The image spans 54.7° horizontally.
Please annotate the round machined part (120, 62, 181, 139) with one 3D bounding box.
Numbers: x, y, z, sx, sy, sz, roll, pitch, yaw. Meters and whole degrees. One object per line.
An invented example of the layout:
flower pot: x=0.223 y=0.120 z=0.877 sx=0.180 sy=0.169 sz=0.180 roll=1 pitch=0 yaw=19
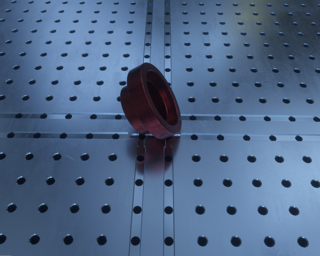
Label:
round machined part: x=-0.014 y=-0.031 z=0.397 sx=0.042 sy=0.098 sz=0.098 roll=-23 pitch=46 yaw=22
